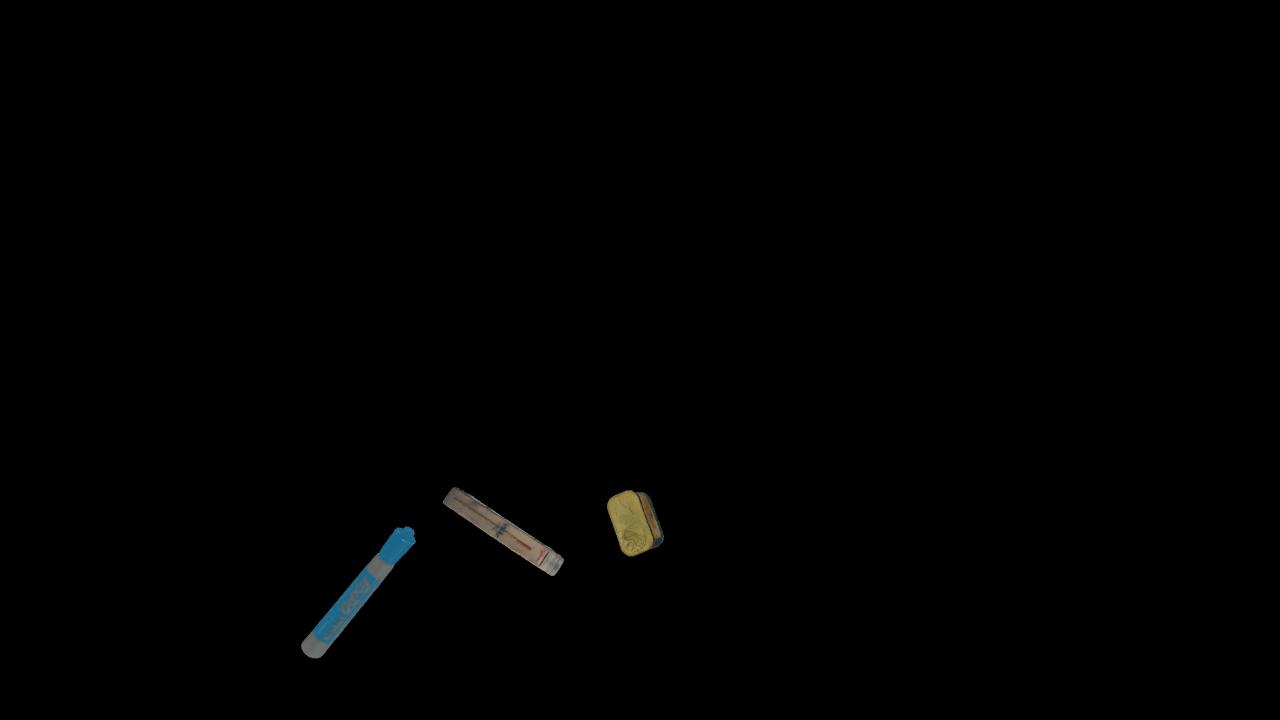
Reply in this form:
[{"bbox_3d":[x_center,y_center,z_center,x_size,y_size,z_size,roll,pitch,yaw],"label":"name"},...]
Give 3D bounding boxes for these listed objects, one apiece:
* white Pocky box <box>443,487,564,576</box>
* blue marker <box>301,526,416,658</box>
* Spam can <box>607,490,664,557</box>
[{"bbox_3d":[-0.171,0.217,0.780,0.154,0.028,0.084,28,-20,18],"label":"white Pocky box"},{"bbox_3d":[-0.217,0.178,0.477,0.020,0.121,0.020,39,1,0],"label":"blue marker"},{"bbox_3d":[-0.005,0.272,1.035,0.058,0.101,0.085,-24,-17,11],"label":"Spam can"}]
